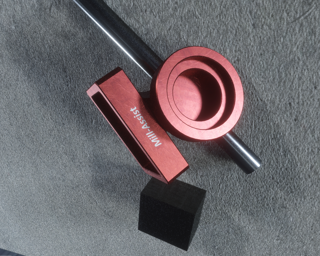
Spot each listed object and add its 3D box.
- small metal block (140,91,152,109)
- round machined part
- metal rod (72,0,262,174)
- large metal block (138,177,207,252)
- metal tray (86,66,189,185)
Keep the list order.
[{"bbox_3d":[-0.016,-0.020,0.403,0.050,0.025,0.050,-3,117,30],"label":"small metal block"},{"bbox_3d":[0.036,-0.033,0.331,0.098,0.098,0.042,50,160,-7],"label":"round machined part"},{"bbox_3d":[0.007,-0.058,0.367,0.300,0.025,0.025,45,129,-3],"label":"metal rod"},{"bbox_3d":[0.017,0.122,0.458,0.080,0.050,0.079,18,126,17],"label":"large metal block"},{"bbox_3d":[-0.029,-0.001,0.354,0.130,0.030,0.090,55,165,-12],"label":"metal tray"}]
